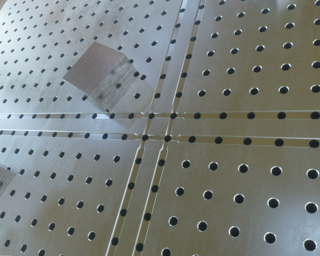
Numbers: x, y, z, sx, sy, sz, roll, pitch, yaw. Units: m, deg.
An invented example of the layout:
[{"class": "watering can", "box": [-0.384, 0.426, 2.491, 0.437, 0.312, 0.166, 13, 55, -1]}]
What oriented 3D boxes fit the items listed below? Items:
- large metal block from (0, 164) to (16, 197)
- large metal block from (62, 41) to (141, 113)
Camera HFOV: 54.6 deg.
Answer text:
[{"class": "large metal block", "box": [-0.289, 0.083, 0.476, 0.050, 0.080, 0.080, 18, 72, 35]}, {"class": "large metal block", "box": [-0.093, -0.082, 0.493, 0.080, 0.050, 0.080, 31, 79, 38]}]
